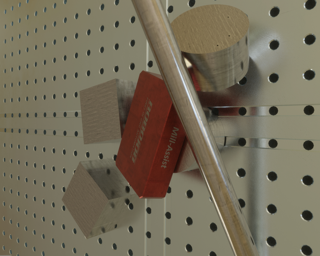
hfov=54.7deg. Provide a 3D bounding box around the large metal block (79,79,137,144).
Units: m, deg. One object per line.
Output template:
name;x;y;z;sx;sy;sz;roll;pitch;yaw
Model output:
large metal block;-0.069;-0.021;0.450;0.080;0.050;0.080;-10;84;39

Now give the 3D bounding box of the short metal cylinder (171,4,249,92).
short metal cylinder;0.052;-0.084;0.324;0.080;0.050;0.080;-8;51;10

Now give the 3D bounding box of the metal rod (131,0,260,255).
metal rod;0.040;0.011;0.303;0.025;0.025;0.299;-14;104;39

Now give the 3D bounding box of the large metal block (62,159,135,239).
large metal block;-0.096;0.105;0.473;0.080;0.050;0.080;44;116;31

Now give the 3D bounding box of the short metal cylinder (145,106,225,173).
short metal cylinder;0.029;0.011;0.369;0.080;0.050;0.080;0;90;40

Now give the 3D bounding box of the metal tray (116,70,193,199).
metal tray;-0.009;0.005;0.366;0.090;0.030;0.129;38;115;56
